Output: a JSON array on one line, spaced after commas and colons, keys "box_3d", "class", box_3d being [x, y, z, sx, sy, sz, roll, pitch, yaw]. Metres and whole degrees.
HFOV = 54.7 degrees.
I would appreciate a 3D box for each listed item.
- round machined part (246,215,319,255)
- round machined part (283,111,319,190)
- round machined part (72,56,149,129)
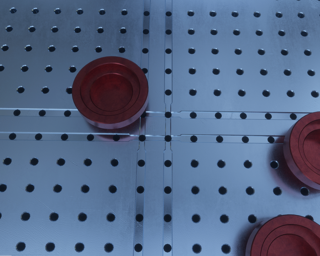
[{"box_3d": [0.146, 0.150, 0.350, 0.099, 0.042, 0.098, 0, 70, -1], "class": "round machined part"}, {"box_3d": [0.206, 0.031, 0.394, 0.099, 0.042, 0.098, 0, 70, -1], "class": "round machined part"}, {"box_3d": [-0.064, -0.044, 0.418, 0.099, 0.042, 0.098, 0, 70, -1], "class": "round machined part"}]
